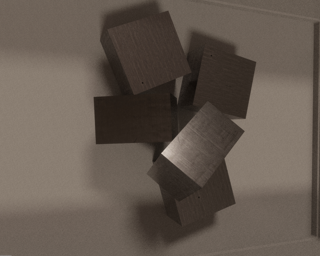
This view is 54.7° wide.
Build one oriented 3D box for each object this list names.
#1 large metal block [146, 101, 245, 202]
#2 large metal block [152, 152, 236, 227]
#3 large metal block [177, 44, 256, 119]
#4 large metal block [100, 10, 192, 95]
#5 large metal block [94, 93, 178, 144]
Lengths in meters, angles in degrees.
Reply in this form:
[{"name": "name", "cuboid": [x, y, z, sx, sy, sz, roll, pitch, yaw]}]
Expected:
[{"name": "large metal block", "cuboid": [0.036, 0.029, 0.344, 0.050, 0.080, 0.080, 40, 64, 5]}, {"name": "large metal block", "cuboid": [0.045, 0.073, 0.415, 0.081, 0.050, 0.080, -17, 96, -20]}, {"name": "large metal block", "cuboid": [0.077, -0.060, 0.427, 0.081, 0.050, 0.080, 13, 86, -20]}, {"name": "large metal block", "cuboid": [-0.019, -0.091, 0.391, 0.081, 0.050, 0.080, -24, 99, -19]}, {"name": "large metal block", "cuboid": [-0.023, -0.010, 0.359, 0.080, 0.080, 0.050, -2, 91, 8]}]
